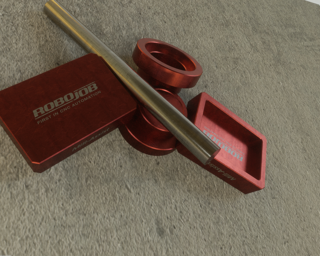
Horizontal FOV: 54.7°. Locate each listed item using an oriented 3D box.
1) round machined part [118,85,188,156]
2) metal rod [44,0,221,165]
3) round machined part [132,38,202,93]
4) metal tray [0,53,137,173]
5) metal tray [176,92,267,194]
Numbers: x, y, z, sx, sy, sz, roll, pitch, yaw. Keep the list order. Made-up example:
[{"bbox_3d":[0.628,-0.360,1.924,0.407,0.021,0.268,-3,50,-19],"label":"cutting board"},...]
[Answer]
[{"bbox_3d":[-0.004,-0.016,0.403,0.099,0.042,0.098,14,56,-21],"label":"round machined part"},{"bbox_3d":[-0.046,-0.067,0.378,0.300,0.025,0.025,44,50,19],"label":"metal rod"},{"bbox_3d":[0.006,-0.083,0.434,0.099,0.042,0.098,20,32,-13],"label":"round machined part"},{"bbox_3d":[-0.103,-0.022,0.346,0.131,0.030,0.090,-33,77,-29],"label":"metal tray"},{"bbox_3d":[0.089,0.021,0.423,0.130,0.030,0.090,33,51,-20],"label":"metal tray"}]
